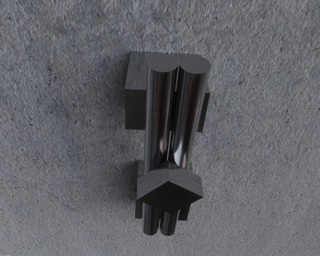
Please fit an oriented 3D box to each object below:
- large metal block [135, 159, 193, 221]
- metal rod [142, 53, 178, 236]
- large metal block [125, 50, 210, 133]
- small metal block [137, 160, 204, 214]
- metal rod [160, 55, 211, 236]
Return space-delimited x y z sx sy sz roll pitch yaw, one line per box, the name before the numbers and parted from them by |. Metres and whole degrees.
large metal block | 0.005 0.096 0.473 0.081 0.050 0.079 4 130 -4
metal rod | -0.006 0.049 0.354 0.025 0.025 0.298 2 137 -2
large metal block | 0.006 -0.042 0.338 0.081 0.080 0.050 3 130 -3
small metal block | 0.010 0.066 0.336 0.050 0.025 0.050 30 130 -30
metal rod | 0.020 0.050 0.356 0.025 0.025 0.298 2 137 -2
